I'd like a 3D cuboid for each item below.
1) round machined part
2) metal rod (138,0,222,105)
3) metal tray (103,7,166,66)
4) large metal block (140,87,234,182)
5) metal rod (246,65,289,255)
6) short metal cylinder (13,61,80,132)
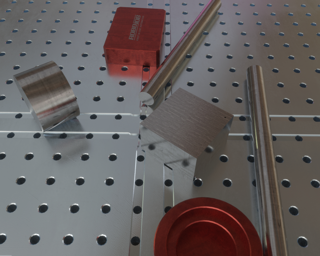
[{"bbox_3d":[0.044,0.120,0.296,0.099,0.042,0.098,0,50,0],"label":"round machined part"},{"bbox_3d":[0.045,-0.145,0.530,0.025,0.025,0.301,21,53,16],"label":"metal rod"},{"bbox_3d":[-0.040,-0.163,0.541,0.091,0.030,0.130,4,50,3],"label":"metal tray"},{"bbox_3d":[0.033,0.006,0.387,0.080,0.050,0.080,31,56,23],"label":"large metal block"},{"bbox_3d":[0.129,0.025,0.387,0.025,0.025,0.300,6,50,4],"label":"metal rod"},{"bbox_3d":[-0.147,-0.041,0.405,0.050,0.080,0.080,-29,56,-22],"label":"short metal cylinder"}]
